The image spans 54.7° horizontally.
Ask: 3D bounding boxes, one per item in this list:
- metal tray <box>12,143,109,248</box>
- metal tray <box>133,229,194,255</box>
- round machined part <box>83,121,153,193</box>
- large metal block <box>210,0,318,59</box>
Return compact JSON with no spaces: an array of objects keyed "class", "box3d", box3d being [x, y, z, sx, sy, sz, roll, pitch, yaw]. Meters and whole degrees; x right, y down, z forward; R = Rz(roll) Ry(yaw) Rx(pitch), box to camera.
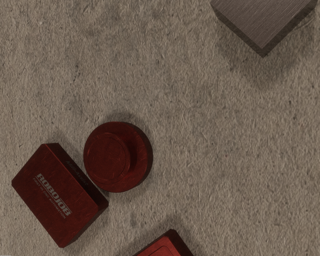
[{"class":"metal tray","box3d":[-0.150,0.096,0.457,0.130,0.030,0.090,46,104,14]},{"class":"metal tray","box3d":[-0.009,0.207,0.408,0.130,0.030,0.090,-40,78,15]},{"class":"round machined part","box3d":[-0.063,0.040,0.421,0.098,0.042,0.097,0,90,19]},{"class":"large metal block","box3d":[0.118,-0.141,0.354,0.080,0.050,0.080,-46,76,14]}]
